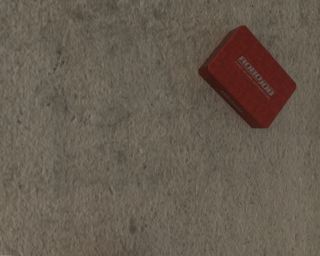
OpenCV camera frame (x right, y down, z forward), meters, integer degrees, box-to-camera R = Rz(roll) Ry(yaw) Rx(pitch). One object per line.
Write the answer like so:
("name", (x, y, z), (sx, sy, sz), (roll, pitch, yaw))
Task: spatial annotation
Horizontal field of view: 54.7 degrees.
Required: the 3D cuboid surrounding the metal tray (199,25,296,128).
("metal tray", (0.131, -0.072, 0.456), (0.130, 0.030, 0.090), (42, 76, -16))
